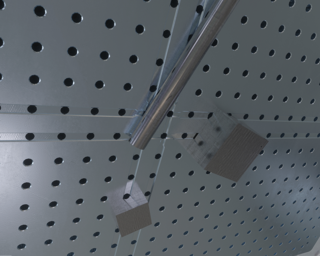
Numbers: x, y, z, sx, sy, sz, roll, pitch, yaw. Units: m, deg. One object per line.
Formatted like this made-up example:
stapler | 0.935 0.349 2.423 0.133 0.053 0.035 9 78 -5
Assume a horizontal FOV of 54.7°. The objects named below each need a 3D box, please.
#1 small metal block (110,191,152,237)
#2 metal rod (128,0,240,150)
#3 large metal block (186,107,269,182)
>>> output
small metal block | -0.043 0.131 0.469 0.050 0.025 0.050 -19 126 -17
metal rod | 0.048 -0.101 0.374 0.025 0.025 0.299 23 106 -37
large metal block | 0.102 0.027 0.468 0.080 0.050 0.080 25 105 -37
